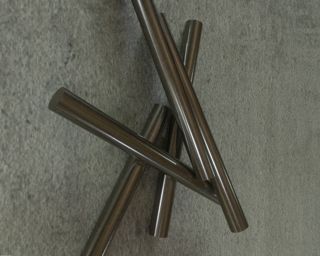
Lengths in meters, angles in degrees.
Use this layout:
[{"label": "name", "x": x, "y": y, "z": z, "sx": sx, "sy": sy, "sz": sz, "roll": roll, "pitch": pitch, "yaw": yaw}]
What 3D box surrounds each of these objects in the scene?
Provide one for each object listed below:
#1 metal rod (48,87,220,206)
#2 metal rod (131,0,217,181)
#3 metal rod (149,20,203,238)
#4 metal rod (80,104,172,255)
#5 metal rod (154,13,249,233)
[{"label": "metal rod", "x": 0.004, "y": 0.041, "z": 0.376, "sx": 0.301, "sy": 0.025, "sz": 0.025, "roll": 34, "pitch": 69, "yaw": -35}, {"label": "metal rod", "x": 0.007, "y": -0.078, "z": 0.379, "sx": 0.025, "sy": 0.025, "sz": 0.298, "roll": -24, "pitch": 95, "yaw": -38}, {"label": "metal rod", "x": 0.024, "y": -0.005, "z": 0.426, "sx": 0.025, "sy": 0.025, "sz": 0.299, "roll": 17, "pitch": 79, "yaw": -39}, {"label": "metal rod", "x": -0.056, "y": 0.102, "z": 0.359, "sx": 0.025, "sy": 0.025, "sz": 0.300, "roll": 39, "pitch": 66, "yaw": -34}, {"label": "metal rod", "x": 0.050, "y": -0.005, "z": 0.407, "sx": 0.025, "sy": 0.025, "sz": 0.299, "roll": -24, "pitch": 93, "yaw": -38}]
